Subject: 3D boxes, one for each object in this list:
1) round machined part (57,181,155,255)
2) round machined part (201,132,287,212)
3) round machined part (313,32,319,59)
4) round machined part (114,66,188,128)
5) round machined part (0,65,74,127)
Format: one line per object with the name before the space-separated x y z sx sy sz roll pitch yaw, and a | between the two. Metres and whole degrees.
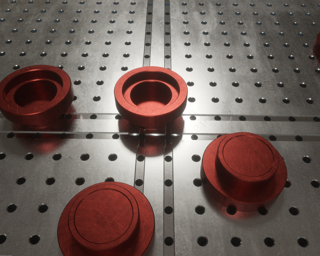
round machined part | -0.054 0.097 0.315 0.099 0.042 0.098 0 50 0
round machined part | 0.099 0.043 0.362 0.099 0.042 0.098 0 50 0
round machined part | 0.316 -0.143 0.521 0.099 0.042 0.098 0 50 0
round machined part | -0.012 -0.038 0.429 0.099 0.042 0.098 0 50 0
round machined part | -0.169 -0.040 0.428 0.099 0.042 0.098 0 50 0
